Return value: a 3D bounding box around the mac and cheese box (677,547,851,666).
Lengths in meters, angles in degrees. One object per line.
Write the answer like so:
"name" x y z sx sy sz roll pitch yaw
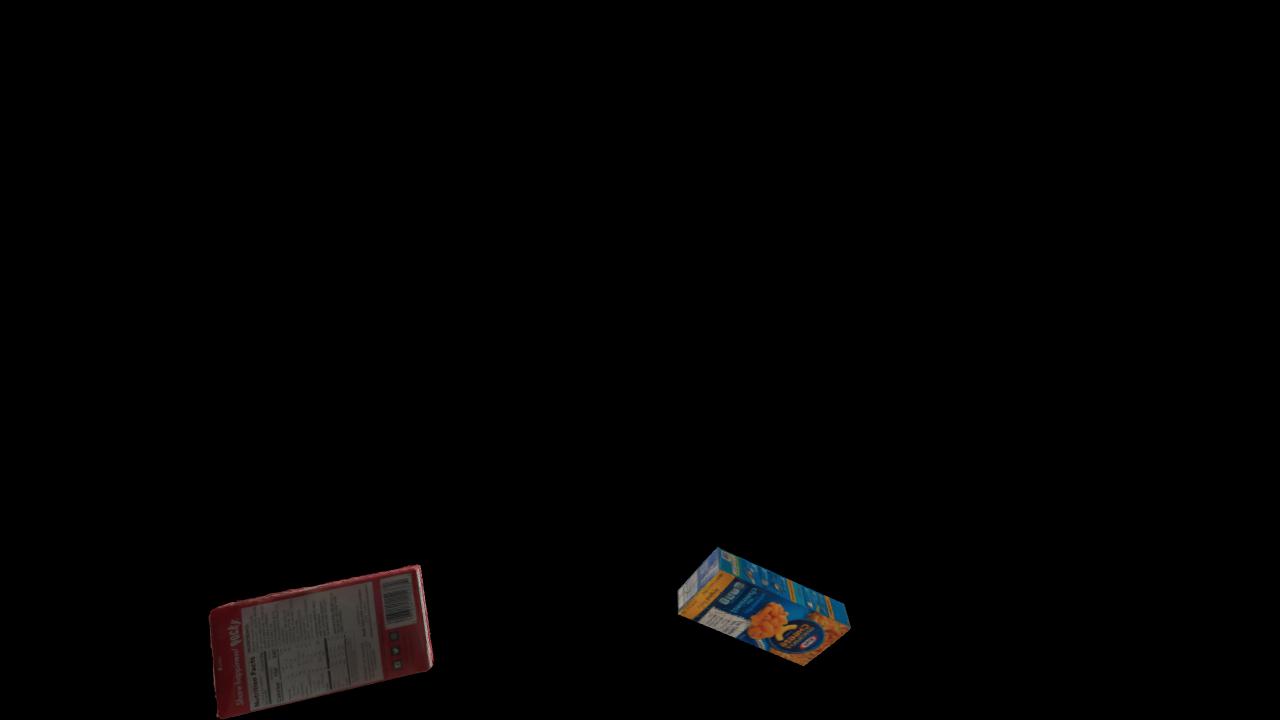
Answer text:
"mac and cheese box" 0.144 0.294 0.726 0.184 0.093 0.041 27 28 -13

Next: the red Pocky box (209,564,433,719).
"red Pocky box" -0.250 0.220 0.489 0.155 0.083 0.028 -8 -6 -11
